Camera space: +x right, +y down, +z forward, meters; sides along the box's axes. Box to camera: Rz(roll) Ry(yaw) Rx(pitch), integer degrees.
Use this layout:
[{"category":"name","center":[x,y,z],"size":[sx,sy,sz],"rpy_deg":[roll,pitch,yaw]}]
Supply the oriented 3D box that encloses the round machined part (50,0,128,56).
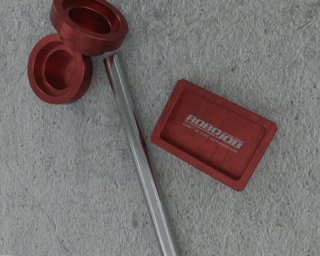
[{"category":"round machined part","center":[-0.096,-0.134,0.411],"size":[0.098,0.099,0.042],"rpy_deg":[49,133,13]}]

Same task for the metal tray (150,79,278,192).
[{"category":"metal tray","center":[0.064,0.006,0.383],"size":[0.130,0.030,0.090],"rpy_deg":[29,99,17]}]

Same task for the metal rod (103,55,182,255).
[{"category":"metal rod","center":[-0.023,0.045,0.416],"size":[0.025,0.025,0.299],"rpy_deg":[-19,84,19]}]

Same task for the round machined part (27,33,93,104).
[{"category":"round machined part","center":[-0.138,-0.082,0.447],"size":[0.098,0.042,0.097],"rpy_deg":[1,93,22]}]
